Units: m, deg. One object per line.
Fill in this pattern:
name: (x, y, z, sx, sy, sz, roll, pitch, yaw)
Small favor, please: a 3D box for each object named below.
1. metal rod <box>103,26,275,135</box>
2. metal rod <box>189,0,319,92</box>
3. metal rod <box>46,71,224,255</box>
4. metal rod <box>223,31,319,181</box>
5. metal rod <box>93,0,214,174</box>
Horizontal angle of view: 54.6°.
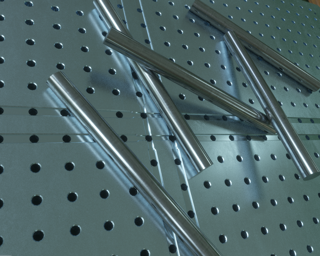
metal rod: (0.059, -0.060, 0.453, 0.301, 0.025, 0.025, 25, 53, -21)
metal rod: (0.190, -0.158, 0.605, 0.301, 0.025, 0.025, 30, 52, -9)
metal rod: (-0.028, 0.051, 0.361, 0.300, 0.025, 0.025, 48, 51, 6)
metal rod: (0.169, -0.054, 0.502, 0.025, 0.025, 0.299, 2, 52, -27)
metal rod: (-0.016, -0.071, 0.442, 0.025, 0.025, 0.299, -21, 73, -36)
